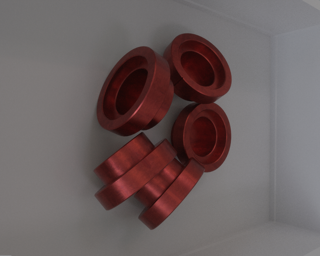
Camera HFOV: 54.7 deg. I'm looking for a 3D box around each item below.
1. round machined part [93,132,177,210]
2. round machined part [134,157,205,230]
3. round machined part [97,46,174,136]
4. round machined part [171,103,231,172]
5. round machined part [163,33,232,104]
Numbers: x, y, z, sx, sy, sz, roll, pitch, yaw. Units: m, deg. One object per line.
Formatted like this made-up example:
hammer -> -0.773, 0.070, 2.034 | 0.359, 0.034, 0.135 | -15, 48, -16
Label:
round machined part -> -0.032, 0.041, 0.338 | 0.099, 0.098, 0.042 | -39, 90, -33
round machined part -> 0.006, 0.071, 0.375 | 0.042, 0.098, 0.098 | 42, 60, 5
round machined part -> -0.023, -0.036, 0.339 | 0.042, 0.098, 0.098 | 28, 73, -37
round machined part -> 0.054, 0.012, 0.441 | 0.099, 0.042, 0.097 | 0, 90, -40
round machined part -> 0.045, -0.075, 0.417 | 0.099, 0.042, 0.098 | 16, 58, -27
